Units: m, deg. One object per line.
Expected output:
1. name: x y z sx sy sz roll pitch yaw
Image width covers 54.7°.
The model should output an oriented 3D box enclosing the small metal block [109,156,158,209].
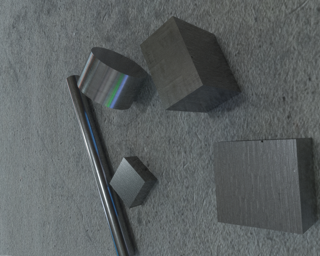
1. small metal block: -0.038 0.075 0.437 0.050 0.025 0.050 44 116 31

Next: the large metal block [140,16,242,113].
1. large metal block: 0.035 -0.065 0.341 0.050 0.081 0.080 -32 70 35

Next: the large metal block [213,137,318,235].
1. large metal block: 0.102 0.051 0.304 0.080 0.050 0.080 -5 87 40

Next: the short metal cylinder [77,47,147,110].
1. short metal cylinder: -0.065 -0.068 0.423 0.080 0.081 0.050 44 117 31

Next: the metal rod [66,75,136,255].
1. metal rod: -0.097 0.051 0.484 0.025 0.025 0.299 -32 70 35
